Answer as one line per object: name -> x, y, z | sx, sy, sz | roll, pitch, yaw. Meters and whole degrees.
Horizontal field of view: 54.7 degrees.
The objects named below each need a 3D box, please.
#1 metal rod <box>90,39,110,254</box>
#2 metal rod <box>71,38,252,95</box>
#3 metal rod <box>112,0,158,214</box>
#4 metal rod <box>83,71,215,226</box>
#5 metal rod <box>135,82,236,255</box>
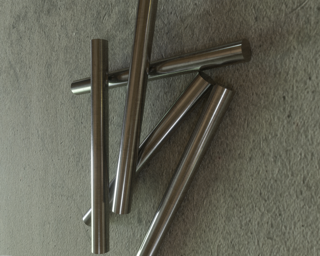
metal rod -> -0.085, 0.025, 0.441 | 0.025, 0.025, 0.298 | -1, 90, 40
metal rod -> -0.023, -0.075, 0.424 | 0.300, 0.025, 0.025 | -4, 88, 40
metal rod -> -0.031, -0.036, 0.396 | 0.025, 0.025, 0.298 | 13, 98, 39
metal rod -> -0.029, 0.045, 0.428 | 0.298, 0.025, 0.025 | -51, 60, 28
metal rod -> 0.018, 0.085, 0.390 | 0.025, 0.025, 0.298 | 35, 112, 34
